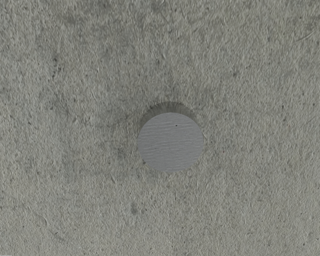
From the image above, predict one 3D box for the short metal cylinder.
[{"bbox_3d":[0.013,0.010,0.402,0.081,0.050,0.079,0,110,-1],"label":"short metal cylinder"}]
